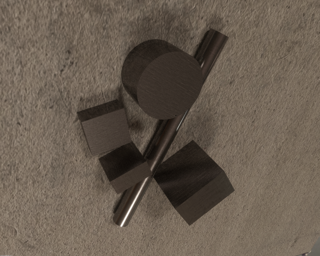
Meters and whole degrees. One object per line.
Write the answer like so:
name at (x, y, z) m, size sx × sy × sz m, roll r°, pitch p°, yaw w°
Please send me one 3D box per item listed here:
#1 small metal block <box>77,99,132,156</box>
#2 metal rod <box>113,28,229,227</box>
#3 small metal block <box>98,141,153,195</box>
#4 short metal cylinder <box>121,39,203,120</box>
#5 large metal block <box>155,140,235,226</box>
small metal block at (-0.066, 0.000, 0.372) m, size 0.050 × 0.025 × 0.050 m, roll -20°, pitch 127°, yaw -17°
metal rod at (0.007, 0.011, 0.419) m, size 0.025 × 0.025 × 0.298 m, roll 15°, pitch 110°, yaw -35°
small metal block at (-0.045, 0.049, 0.398) m, size 0.050 × 0.050 × 0.025 m, roll -29°, pitch 129°, yaw -10°
short metal cylinder at (0.002, -0.056, 0.358) m, size 0.081 × 0.050 × 0.079 m, roll -14°, pitch 125°, yaw -21°
large metal block at (0.045, 0.076, 0.445) m, size 0.080 × 0.080 × 0.050 m, roll -37°, pitch 130°, yaw -4°
